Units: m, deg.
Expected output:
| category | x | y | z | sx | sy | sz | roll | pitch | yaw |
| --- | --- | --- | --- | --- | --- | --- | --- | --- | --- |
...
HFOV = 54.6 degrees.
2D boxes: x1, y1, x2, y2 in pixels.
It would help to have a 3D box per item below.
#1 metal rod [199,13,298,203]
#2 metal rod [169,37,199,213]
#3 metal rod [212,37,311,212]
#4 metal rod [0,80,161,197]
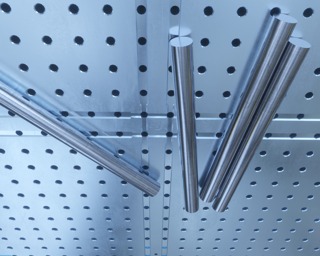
| category | x | y | z | sx | sy | sz | roll | pitch | yaw |
| --- | --- | --- | --- | --- | --- | --- | --- | --- | --- |
| metal rod | 0.102 | 0.000 | 0.411 | 0.025 | 0.025 | 0.298 | 8 | 130 | -7 |
| metal rod | 0.038 | 0.020 | 0.428 | 0.025 | 0.025 | 0.298 | -5 | 130 | 4 |
| metal rod | 0.125 | 0.020 | 0.429 | 0.025 | 0.025 | 0.298 | 7 | 130 | -6 |
| metal rod | -0.114 | 0.017 | 0.425 | 0.025 | 0.025 | 0.301 | -37 | 121 | 27 |
